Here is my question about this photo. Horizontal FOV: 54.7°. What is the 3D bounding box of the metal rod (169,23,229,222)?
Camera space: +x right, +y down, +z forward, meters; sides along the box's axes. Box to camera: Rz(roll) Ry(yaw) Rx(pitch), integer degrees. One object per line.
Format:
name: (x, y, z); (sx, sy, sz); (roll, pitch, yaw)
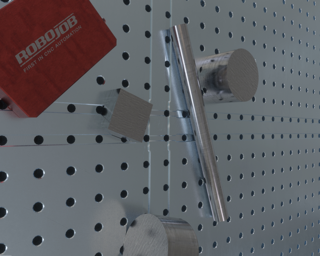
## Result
metal rod: (0.061, 0.000, 0.459); (0.025, 0.025, 0.298); (-23, 105, -38)

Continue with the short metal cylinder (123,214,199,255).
short metal cylinder: (0.000, 0.147, 0.374); (0.050, 0.080, 0.080); (22, 76, -38)

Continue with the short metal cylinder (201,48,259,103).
short metal cylinder: (0.110, -0.080, 0.485); (0.081, 0.050, 0.079); (0, 90, -40)

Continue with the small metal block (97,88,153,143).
small metal block: (-0.041, -0.014, 0.374); (0.050, 0.025, 0.050); (25, 74, -37)

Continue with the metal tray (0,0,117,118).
metal tray: (-0.115, -0.084, 0.309); (0.130, 0.030, 0.090); (-51, 120, -28)
